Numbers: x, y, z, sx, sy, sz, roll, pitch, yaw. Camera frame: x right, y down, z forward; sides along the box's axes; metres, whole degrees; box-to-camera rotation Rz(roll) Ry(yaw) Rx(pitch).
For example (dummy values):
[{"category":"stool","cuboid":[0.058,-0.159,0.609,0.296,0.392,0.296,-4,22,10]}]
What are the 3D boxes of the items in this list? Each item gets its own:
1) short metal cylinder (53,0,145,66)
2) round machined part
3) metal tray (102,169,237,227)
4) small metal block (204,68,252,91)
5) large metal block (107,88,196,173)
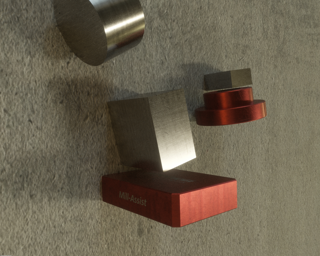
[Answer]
[{"category":"short metal cylinder","cuboid":[-0.062,-0.111,0.316,0.050,0.080,0.080,-38,114,-33]},{"category":"round machined part","cuboid":[0.098,-0.033,0.439,0.099,0.098,0.042,-15,100,-39]},{"category":"metal tray","cuboid":[0.006,0.069,0.342,0.091,0.130,0.030,-3,92,-40]},{"category":"small metal block","cuboid":[0.104,-0.074,0.476,0.050,0.050,0.025,-14,100,-39]},{"category":"large metal block","cuboid":[-0.011,0.001,0.359,0.050,0.080,0.080,-19,102,-38]}]
